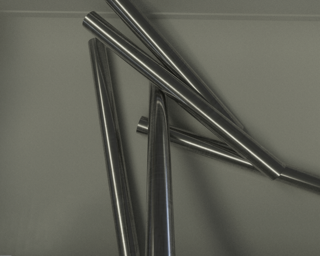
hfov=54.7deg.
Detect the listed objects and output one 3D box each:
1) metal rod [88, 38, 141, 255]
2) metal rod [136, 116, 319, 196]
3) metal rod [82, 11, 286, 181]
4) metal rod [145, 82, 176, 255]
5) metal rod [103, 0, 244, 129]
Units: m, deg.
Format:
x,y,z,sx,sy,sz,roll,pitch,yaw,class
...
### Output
x,y,z,sx,sy,sz,roll,pitch,yaw,class
-0.064,0.013,0.404,0.025,0.025,0.299,-11,70,-4,metal rod
0.115,0.043,0.394,0.301,0.025,0.025,18,71,6,metal rod
0.025,-0.043,0.380,0.300,0.025,0.025,40,75,6,metal rod
-0.001,0.024,0.336,0.025,0.025,0.300,-1,45,0,metal rod
-0.001,-0.102,0.387,0.300,0.025,0.025,47,75,-9,metal rod
